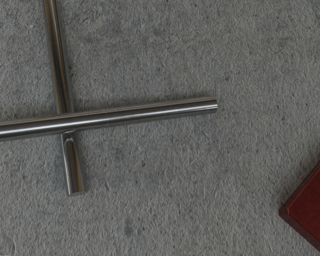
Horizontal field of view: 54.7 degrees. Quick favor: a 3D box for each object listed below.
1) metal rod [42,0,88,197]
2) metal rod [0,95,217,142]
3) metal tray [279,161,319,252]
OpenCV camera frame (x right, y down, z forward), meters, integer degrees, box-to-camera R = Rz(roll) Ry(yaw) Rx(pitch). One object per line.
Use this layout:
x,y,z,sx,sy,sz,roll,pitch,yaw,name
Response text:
-0.135,-0.056,0.426,0.025,0.025,0.299,-12,71,-5,metal rod
-0.073,-0.012,0.390,0.302,0.025,0.025,-8,70,-12,metal rod
0.222,0.087,0.376,0.090,0.030,0.130,43,75,13,metal tray
